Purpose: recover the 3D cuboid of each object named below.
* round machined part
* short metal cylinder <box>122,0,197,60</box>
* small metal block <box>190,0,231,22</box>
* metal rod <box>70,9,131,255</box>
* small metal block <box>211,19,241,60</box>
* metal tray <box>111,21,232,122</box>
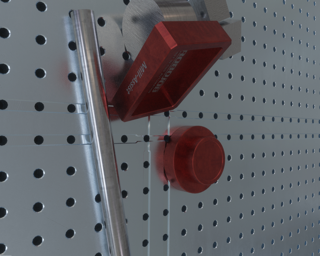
[{"bbox_3d":[0.056,0.046,0.445,0.099,0.042,0.097,0,90,-40],"label":"round machined part"},{"bbox_3d":[-0.001,-0.116,0.372,0.050,0.080,0.080,-20,103,-38],"label":"short metal cylinder"},{"bbox_3d":[0.077,-0.185,0.473,0.050,0.025,0.050,-34,111,-35],"label":"small metal block"},{"bbox_3d":[-0.065,0.021,0.354,0.025,0.025,0.298,-13,98,-39],"label":"metal rod"},{"bbox_3d":[0.103,-0.140,0.486,0.050,0.025,0.050,-30,126,-36],"label":"small metal block"},{"bbox_3d":[0.009,-0.061,0.351,0.091,0.129,0.030,-17,68,-39],"label":"metal tray"}]
